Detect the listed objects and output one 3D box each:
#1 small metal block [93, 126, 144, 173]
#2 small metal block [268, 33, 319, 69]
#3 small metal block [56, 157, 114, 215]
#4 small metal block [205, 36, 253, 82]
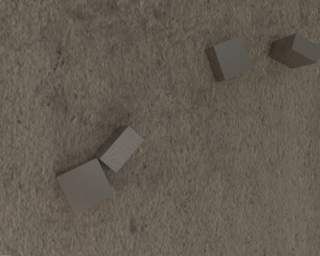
[{"bbox_3d":[-0.051,0.024,0.378,0.025,0.050,0.050,44,76,-15],"label":"small metal block"},{"bbox_3d":[0.205,-0.116,0.473,0.050,0.050,0.025,20,83,-19],"label":"small metal block"},{"bbox_3d":[-0.091,0.068,0.376,0.050,0.025,0.050,-26,99,-19],"label":"small metal block"},{"bbox_3d":[0.099,-0.099,0.447,0.050,0.025,0.050,-23,98,-19],"label":"small metal block"}]
